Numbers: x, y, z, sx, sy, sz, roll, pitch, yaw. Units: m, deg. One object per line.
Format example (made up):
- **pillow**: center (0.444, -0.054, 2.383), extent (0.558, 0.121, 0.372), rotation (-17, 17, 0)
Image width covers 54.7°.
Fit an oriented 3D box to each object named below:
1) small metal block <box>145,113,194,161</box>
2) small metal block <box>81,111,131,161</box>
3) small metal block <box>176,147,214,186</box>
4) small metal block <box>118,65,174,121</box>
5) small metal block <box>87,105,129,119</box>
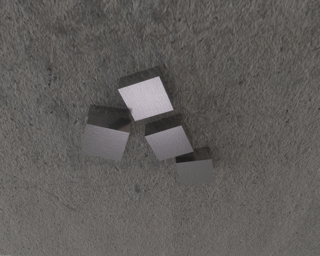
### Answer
- **small metal block**: center (0.013, 0.013, 0.419), extent (0.050, 0.025, 0.050), rotation (-17, 128, 14)
- **small metal block**: center (-0.067, 0.011, 0.383), extent (0.050, 0.025, 0.050), rotation (13, 129, -11)
- **small metal block**: center (0.051, 0.057, 0.456), extent (0.050, 0.025, 0.050), rotation (-7, 130, 6)
- **small metal block**: center (-0.016, -0.041, 0.372), extent (0.050, 0.025, 0.050), rotation (-16, 129, 13)
- **small metal block**: center (-0.068, 0.000, 0.406), extent (0.050, 0.025, 0.050), rotation (6, 130, -6)
